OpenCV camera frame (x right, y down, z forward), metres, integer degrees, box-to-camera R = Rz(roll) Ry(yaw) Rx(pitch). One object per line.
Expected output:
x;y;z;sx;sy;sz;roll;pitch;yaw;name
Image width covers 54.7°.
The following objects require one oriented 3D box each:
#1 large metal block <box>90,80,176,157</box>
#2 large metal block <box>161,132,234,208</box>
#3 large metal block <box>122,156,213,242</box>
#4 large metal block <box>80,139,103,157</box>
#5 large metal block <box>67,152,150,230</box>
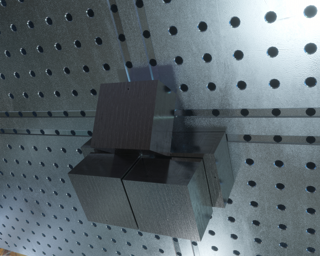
-0.031;-0.010;0.377;0.080;0.050;0.080;0;77;27;large metal block
0.045;0.052;0.402;0.080;0.050;0.080;-1;118;28;large metal block
0.012;0.082;0.371;0.080;0.050;0.080;0;119;28;large metal block
-0.058;0.051;0.456;0.080;0.050;0.079;2;119;27;large metal block
-0.061;0.080;0.407;0.080;0.050;0.080;0;119;28;large metal block
